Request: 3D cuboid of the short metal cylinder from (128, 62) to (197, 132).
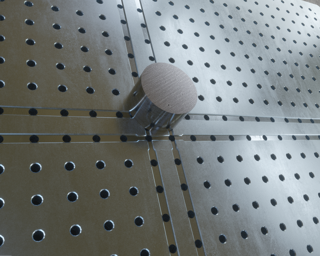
[{"bbox_3d":[0.003,-0.041,0.418,0.081,0.050,0.080,14,56,-21],"label":"short metal cylinder"}]
